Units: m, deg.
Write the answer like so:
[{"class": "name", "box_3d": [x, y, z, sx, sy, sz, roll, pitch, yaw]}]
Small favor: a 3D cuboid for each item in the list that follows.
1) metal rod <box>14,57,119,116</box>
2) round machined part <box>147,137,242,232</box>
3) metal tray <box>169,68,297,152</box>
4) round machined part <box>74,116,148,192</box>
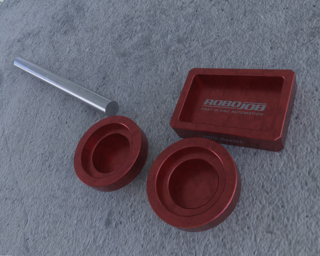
[{"class": "metal rod", "box_3d": [-0.179, -0.081, 0.547, 0.300, 0.025, 0.025, 26, 76, 37]}, {"class": "round machined part", "box_3d": [0.039, 0.062, 0.334, 0.098, 0.042, 0.098, -13, 56, 21]}, {"class": "metal tray", "box_3d": [0.086, -0.026, 0.371, 0.130, 0.030, 0.090, 8, 65, 31]}, {"class": "round machined part", "box_3d": [-0.059, 0.036, 0.402, 0.098, 0.042, 0.098, -13, 56, 21]}]
